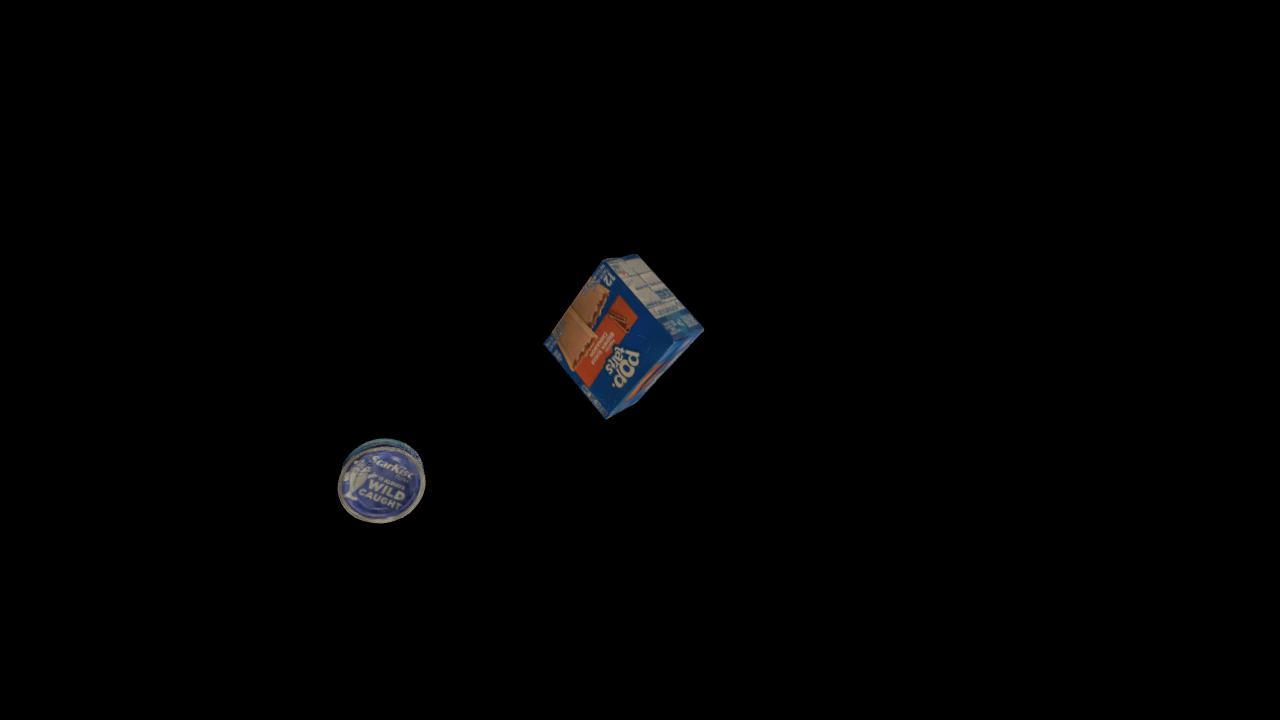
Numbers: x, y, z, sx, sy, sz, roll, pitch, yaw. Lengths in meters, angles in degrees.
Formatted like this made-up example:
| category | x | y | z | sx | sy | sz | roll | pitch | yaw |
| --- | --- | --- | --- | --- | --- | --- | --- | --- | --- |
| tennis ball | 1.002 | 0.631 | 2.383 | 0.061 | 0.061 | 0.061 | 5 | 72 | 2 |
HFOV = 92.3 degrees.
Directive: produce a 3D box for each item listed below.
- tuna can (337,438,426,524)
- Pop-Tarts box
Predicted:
| category | x | y | z | sx | sy | sz | roll | pitch | yaw |
| --- | --- | --- | --- | --- | --- | --- | --- | --- | --- |
| tuna can | -0.270 | 0.126 | 0.646 | 0.084 | 0.084 | 0.034 | 0 | 12 | -21 |
| Pop-Tarts box | -0.026 | -0.031 | 0.817 | 0.083 | 0.141 | 0.167 | -26 | -18 | -52 |
